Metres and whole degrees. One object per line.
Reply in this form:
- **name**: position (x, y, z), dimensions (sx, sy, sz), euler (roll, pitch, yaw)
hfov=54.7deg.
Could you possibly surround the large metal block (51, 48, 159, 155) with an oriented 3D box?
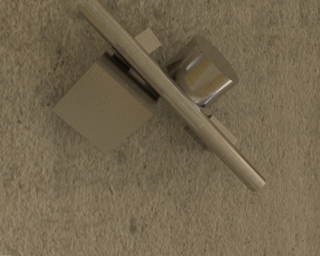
- **large metal block**: position (-0.060, -0.029, 0.357), dimensions (0.080, 0.050, 0.080), euler (43, 117, -16)

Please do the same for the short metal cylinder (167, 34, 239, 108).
- **short metal cylinder**: position (0.055, -0.072, 0.396), dimensions (0.080, 0.080, 0.050), euler (41, 118, -16)

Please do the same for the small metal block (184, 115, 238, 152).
- **small metal block**: position (0.069, 0.009, 0.420), dimensions (0.050, 0.050, 0.025), euler (43, 77, -16)

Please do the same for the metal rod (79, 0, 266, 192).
- **metal rod**: position (0.025, -0.029, 0.367), dimensions (0.300, 0.025, 0.025), euler (45, 76, -15)

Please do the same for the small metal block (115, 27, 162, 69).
- **small metal block**: position (-0.033, -0.094, 0.386), dimensions (0.050, 0.050, 0.025), euler (-40, 103, -16)
